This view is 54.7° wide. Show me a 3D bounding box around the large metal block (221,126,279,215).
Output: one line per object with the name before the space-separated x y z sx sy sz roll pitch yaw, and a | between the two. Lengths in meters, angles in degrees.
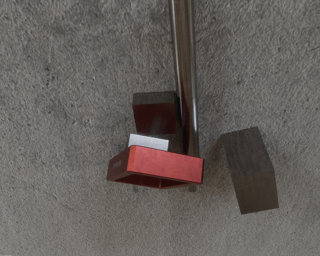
large metal block | 0.122 0.058 0.422 0.050 0.080 0.080 -14 129 11

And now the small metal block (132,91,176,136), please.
small metal block | -0.006 -0.018 0.392 0.050 0.025 0.050 -4 130 2

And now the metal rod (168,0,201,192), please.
metal rod | 0.035 -0.022 0.388 0.025 0.025 0.298 -5 130 4

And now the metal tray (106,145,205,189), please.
metal tray | -0.012 0.055 0.401 0.091 0.030 0.130 12 163 -17

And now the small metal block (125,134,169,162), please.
small metal block | -0.020 0.030 0.417 0.050 0.025 0.050 10 164 -9
